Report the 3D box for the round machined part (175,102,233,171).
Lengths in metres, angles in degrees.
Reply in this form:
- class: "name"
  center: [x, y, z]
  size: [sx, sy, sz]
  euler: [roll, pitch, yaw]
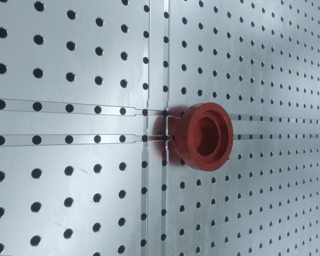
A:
- class: "round machined part"
  center: [0.060, 0.012, 0.451]
  size: [0.099, 0.042, 0.097]
  euler: [0, 90, -40]
